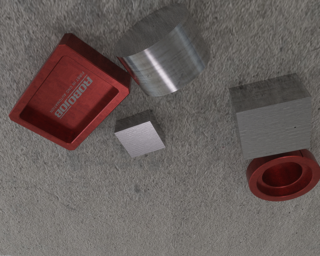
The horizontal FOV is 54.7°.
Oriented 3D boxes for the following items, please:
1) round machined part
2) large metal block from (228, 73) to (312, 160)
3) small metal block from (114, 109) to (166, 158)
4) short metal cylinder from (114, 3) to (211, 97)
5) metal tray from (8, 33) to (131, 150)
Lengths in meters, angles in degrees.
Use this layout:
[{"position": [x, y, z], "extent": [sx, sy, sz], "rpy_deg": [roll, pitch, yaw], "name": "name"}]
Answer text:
[{"position": [0.174, 0.060, 0.449], "extent": [0.099, 0.042, 0.097], "rpy_deg": [0, 130, 0], "name": "round machined part"}, {"position": [0.135, -0.012, 0.382], "extent": [0.080, 0.050, 0.080], "rpy_deg": [-13, 129, 10], "name": "large metal block"}, {"position": [-0.025, 0.008, 0.414], "extent": [0.050, 0.025, 0.050], "rpy_deg": [-19, 128, 15], "name": "small metal block"}, {"position": [0.002, -0.077, 0.306], "extent": [0.080, 0.080, 0.050], "rpy_deg": [-24, 126, 19], "name": "short metal cylinder"}, {"position": [-0.108, -0.036, 0.371], "extent": [0.090, 0.030, 0.130], "rpy_deg": [33, 122, -25], "name": "metal tray"}]
